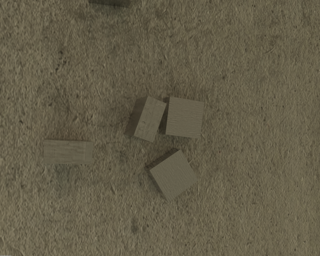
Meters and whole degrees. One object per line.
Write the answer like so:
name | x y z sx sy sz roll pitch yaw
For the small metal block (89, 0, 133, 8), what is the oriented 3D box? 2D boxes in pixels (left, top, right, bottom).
small metal block | -0.062 -0.182 0.386 0.050 0.025 0.050 -1 90 -20

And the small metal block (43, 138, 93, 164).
small metal block | -0.107 0.026 0.356 0.050 0.050 0.025 4 89 -20

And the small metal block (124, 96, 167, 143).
small metal block | -0.020 -0.010 0.388 0.025 0.050 0.050 22 83 -19

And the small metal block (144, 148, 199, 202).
small metal block | 0.015 0.062 0.415 0.050 0.025 0.050 -33 101 -17

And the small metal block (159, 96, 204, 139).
small metal block | 0.029 -0.013 0.420 0.050 0.025 0.050 8 88 -20
